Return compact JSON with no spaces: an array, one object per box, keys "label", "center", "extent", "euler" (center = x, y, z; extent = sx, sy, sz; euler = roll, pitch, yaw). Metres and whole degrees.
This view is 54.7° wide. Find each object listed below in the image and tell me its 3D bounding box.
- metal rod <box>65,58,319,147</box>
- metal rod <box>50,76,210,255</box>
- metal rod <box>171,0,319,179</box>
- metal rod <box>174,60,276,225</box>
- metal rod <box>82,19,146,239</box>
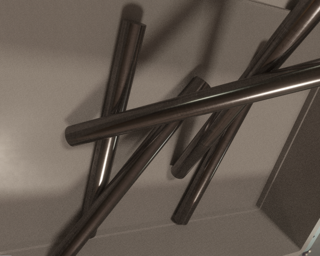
[{"label":"metal rod","center":[0.035,-0.024,0.316],"extent":[0.301,0.025,0.025],"euler":[-14,132,18]},{"label":"metal rod","center":[-0.038,0.057,0.399],"extent":[0.300,0.025,0.025],"euler":[-51,129,-2]},{"label":"metal rod","center":[0.079,-0.021,0.360],"extent":[0.025,0.025,0.298],"euler":[-3,146,-27]},{"label":"metal rod","center":[0.093,0.028,0.479],"extent":[0.025,0.025,0.298],"euler":[11,113,-34]},{"label":"metal rod","center":[-0.065,0.019,0.386],"extent":[0.025,0.025,0.298],"euler":[2,118,-30]}]
